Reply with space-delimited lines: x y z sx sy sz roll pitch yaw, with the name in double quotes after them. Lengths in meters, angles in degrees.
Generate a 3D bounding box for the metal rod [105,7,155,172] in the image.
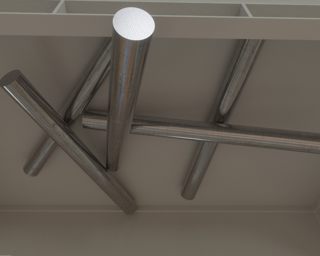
-0.042 -0.005 0.320 0.025 0.025 0.299 8 156 -8 "metal rod"

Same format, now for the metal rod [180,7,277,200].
0.075 -0.005 0.405 0.025 0.025 0.298 9 130 -8 "metal rod"

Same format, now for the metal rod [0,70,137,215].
-0.101 0.042 0.418 0.025 0.025 0.299 -16 136 13 "metal rod"

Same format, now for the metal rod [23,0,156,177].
-0.102 -0.031 0.380 0.025 0.025 0.299 29 124 -23 "metal rod"

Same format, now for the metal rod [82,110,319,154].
0.054 0.004 0.383 0.302 0.025 0.025 6 131 6 "metal rod"
